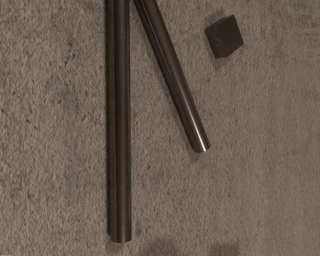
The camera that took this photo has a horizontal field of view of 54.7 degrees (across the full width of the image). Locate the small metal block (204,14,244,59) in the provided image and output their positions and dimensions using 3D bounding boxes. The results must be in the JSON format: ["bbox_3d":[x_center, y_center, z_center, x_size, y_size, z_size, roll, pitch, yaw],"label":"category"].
[{"bbox_3d":[0.103,-0.145,0.494,0.050,0.025,0.050,-40,115,-33],"label":"small metal block"}]

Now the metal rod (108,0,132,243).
[{"bbox_3d":[-0.047,-0.017,0.366,0.025,0.025,0.298,-1,91,-40],"label":"metal rod"}]

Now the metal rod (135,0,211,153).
[{"bbox_3d":[0.008,-0.100,0.412,0.025,0.025,0.299,-36,113,-34],"label":"metal rod"}]
